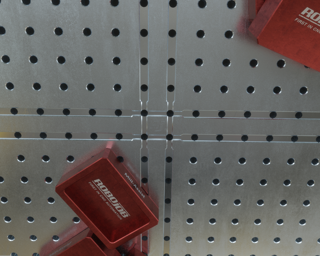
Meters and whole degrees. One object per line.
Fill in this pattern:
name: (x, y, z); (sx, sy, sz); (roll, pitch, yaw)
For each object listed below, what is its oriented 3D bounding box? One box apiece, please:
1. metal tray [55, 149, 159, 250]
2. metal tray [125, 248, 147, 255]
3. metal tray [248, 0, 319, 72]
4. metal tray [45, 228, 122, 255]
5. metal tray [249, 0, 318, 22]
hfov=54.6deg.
metal tray: (-0.073, 0.105, 0.448); (0.090, 0.030, 0.130); (-33, 107, 11)
metal tray: (-0.072, 0.258, 0.472); (0.030, 0.090, 0.130); (41, 105, -14)
metal tray: (0.177, -0.116, 0.344); (0.131, 0.030, 0.089); (17, 123, -20)
metal tray: (-0.128, 0.223, 0.485); (0.130, 0.030, 0.090); (-35, 100, 13)
metal tray: (0.146, -0.189, 0.342); (0.090, 0.030, 0.129); (-7, 110, 2)
